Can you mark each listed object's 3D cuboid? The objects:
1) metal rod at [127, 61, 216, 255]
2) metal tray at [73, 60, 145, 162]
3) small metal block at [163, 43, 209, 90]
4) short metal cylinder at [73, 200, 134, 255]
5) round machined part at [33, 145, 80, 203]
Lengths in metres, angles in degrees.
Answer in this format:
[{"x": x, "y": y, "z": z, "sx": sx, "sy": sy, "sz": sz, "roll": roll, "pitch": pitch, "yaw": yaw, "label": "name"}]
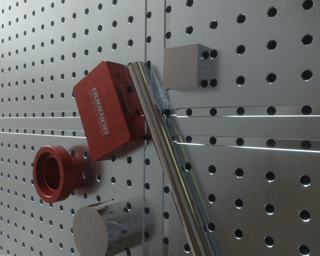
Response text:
[{"x": 0.015, "y": 0.049, "z": 0.394, "sx": 0.025, "sy": 0.025, "sz": 0.299, "roll": -31, "pitch": 71, "yaw": 35, "label": "metal rod"}, {"x": -0.081, "y": -0.025, "z": 0.471, "sx": 0.090, "sy": 0.030, "sz": 0.129, "roll": -30, "pitch": 71, "yaw": 35, "label": "metal tray"}, {"x": 0.032, "y": -0.073, "z": 0.382, "sx": 0.050, "sy": 0.025, "sz": 0.050, "roll": 2, "pitch": 92, "yaw": 39, "label": "small metal block"}, {"x": -0.085, "y": 0.151, "z": 0.461, "sx": 0.080, "sy": 0.050, "sz": 0.079, "roll": 0, "pitch": 90, "yaw": 39, "label": "short metal cylinder"}, {"x": -0.178, "y": 0.079, "z": 0.542, "sx": 0.098, "sy": 0.042, "sz": 0.097, "roll": 0, "pitch": 90, "yaw": 39, "label": "round machined part"}]
